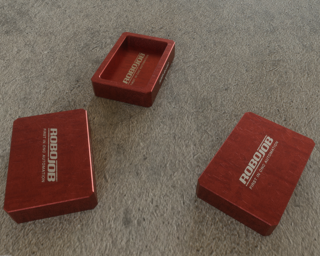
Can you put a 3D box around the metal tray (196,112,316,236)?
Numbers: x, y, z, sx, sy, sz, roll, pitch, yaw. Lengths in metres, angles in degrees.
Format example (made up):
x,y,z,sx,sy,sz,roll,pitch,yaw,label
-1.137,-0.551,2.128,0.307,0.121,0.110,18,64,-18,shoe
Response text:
x,y,z,sx,sy,sz,roll,pitch,yaw,label
0.113,0.046,0.362,0.090,0.030,0.131,28,55,21,metal tray

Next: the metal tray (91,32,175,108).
x,y,z,sx,sy,sz,roll,pitch,yaw,label
-0.037,-0.094,0.478,0.090,0.030,0.130,14,51,11,metal tray

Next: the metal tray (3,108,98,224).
x,y,z,sx,sy,sz,roll,pitch,yaw,label
-0.126,0.038,0.367,0.091,0.030,0.130,-9,51,-8,metal tray
